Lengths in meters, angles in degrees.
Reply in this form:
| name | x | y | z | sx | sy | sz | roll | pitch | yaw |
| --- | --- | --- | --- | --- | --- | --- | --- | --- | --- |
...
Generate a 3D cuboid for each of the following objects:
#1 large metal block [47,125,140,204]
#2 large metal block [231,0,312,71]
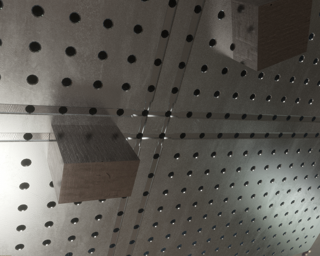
| name | x | y | z | sx | sy | sz | roll | pitch | yaw |
| --- | --- | --- | --- | --- | --- | --- | --- | --- | --- |
| large metal block | -0.080 | 0.037 | 0.356 | 0.081 | 0.080 | 0.050 | 1 | 118 | -29 |
| large metal block | 0.140 | -0.129 | 0.394 | 0.081 | 0.050 | 0.080 | -23 | 127 | -15 |
